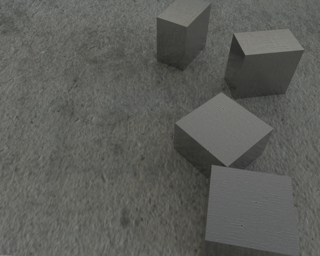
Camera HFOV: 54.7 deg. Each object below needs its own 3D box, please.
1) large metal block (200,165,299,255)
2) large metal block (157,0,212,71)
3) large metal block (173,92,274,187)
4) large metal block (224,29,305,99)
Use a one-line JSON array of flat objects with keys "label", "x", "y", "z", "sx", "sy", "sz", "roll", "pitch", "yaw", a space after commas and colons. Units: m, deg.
[{"label": "large metal block", "x": 0.086, "y": 0.090, "z": 0.313, "sx": 0.080, "sy": 0.050, "sz": 0.080, "roll": 8, "pitch": 50, "yaw": 6}, {"label": "large metal block", "x": 0.037, "y": -0.153, "z": 0.496, "sx": 0.050, "sy": 0.080, "sz": 0.080, "roll": 25, "pitch": 54, "yaw": 19}, {"label": "large metal block", "x": 0.074, "y": 0.013, "z": 0.377, "sx": 0.080, "sy": 0.050, "sz": 0.080, "roll": -33, "pitch": 58, "yaw": -25}, {"label": "large metal block", "x": 0.145, "y": -0.091, "z": 0.446, "sx": 0.081, "sy": 0.080, "sz": 0.050, "roll": -7, "pitch": 51, "yaw": -6}]
